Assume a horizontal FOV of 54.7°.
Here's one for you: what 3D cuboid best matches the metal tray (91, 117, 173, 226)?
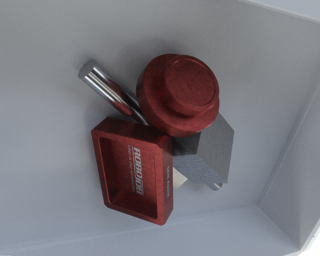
[{"bbox_3d":[-0.031,0.056,0.385,0.030,0.090,0.129,-51,146,-50],"label":"metal tray"}]

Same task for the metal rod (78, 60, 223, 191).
[{"bbox_3d":[0.008,0.016,0.422,0.025,0.025,0.300,-45,130,3],"label":"metal rod"}]

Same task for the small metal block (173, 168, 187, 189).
[{"bbox_3d":[0.008,0.050,0.427,0.025,0.050,0.050,-44,130,2],"label":"small metal block"}]

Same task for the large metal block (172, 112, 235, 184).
[{"bbox_3d":[0.054,0.020,0.409,0.080,0.050,0.080,43,51,-39],"label":"large metal block"}]

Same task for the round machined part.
[{"bbox_3d":[0.027,-0.042,0.347,0.099,0.098,0.042,-2,160,-28],"label":"round machined part"}]
